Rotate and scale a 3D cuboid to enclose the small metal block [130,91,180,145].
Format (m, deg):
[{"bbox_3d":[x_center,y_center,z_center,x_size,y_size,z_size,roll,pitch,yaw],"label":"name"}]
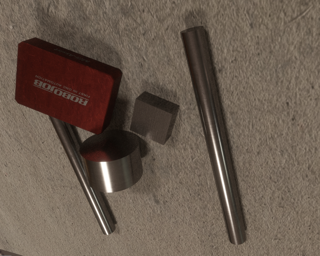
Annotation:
[{"bbox_3d":[-0.008,-0.013,0.402,0.050,0.025,0.050,24,127,13],"label":"small metal block"}]

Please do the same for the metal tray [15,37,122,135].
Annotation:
[{"bbox_3d":[-0.124,-0.055,0.414,0.131,0.030,0.089,21,120,4],"label":"metal tray"}]

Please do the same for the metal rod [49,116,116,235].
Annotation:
[{"bbox_3d":[-0.134,0.056,0.509,0.025,0.025,0.298,-3,117,29],"label":"metal rod"}]

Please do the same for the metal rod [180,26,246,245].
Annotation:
[{"bbox_3d":[0.072,0.027,0.384,0.025,0.025,0.298,-2,118,29],"label":"metal rod"}]

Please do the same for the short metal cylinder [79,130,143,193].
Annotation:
[{"bbox_3d":[-0.066,0.044,0.432,0.080,0.080,0.050,9,122,23],"label":"short metal cylinder"}]
